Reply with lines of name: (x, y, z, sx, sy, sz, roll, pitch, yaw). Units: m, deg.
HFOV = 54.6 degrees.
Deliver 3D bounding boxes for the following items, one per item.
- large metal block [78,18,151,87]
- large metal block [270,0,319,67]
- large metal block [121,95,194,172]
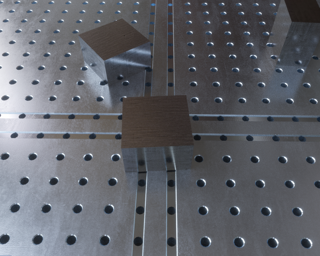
large metal block: (-0.071, -0.122, 0.494, 0.080, 0.050, 0.080, -30, 56, -23)
large metal block: (0.221, -0.158, 0.506, 0.050, 0.080, 0.080, 4, 50, 3)
large metal block: (-0.005, 0.006, 0.387, 0.080, 0.050, 0.080, -2, 50, -2)
